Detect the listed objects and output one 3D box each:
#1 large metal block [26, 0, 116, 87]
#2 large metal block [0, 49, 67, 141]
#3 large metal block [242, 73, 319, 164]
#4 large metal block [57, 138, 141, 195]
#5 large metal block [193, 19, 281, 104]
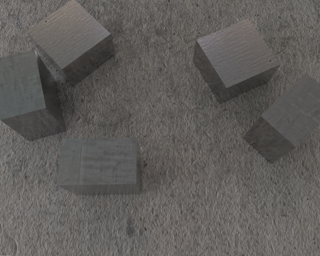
[{"bbox_3d":[-0.123,-0.120,0.438,0.080,0.050,0.080,-41,75,-14],"label":"large metal block"},{"bbox_3d":[-0.162,-0.038,0.392,0.050,0.080,0.080,-16,71,-6],"label":"large metal block"},{"bbox_3d":[0.158,-0.008,0.383,0.080,0.080,0.050,-41,75,-13],"label":"large metal block"},{"bbox_3d":[-0.065,0.048,0.361,0.081,0.080,0.050,-1,70,0],"label":"large metal block"},{"bbox_3d":[0.102,-0.091,0.429,0.080,0.050,0.080,-24,72,-9],"label":"large metal block"}]
